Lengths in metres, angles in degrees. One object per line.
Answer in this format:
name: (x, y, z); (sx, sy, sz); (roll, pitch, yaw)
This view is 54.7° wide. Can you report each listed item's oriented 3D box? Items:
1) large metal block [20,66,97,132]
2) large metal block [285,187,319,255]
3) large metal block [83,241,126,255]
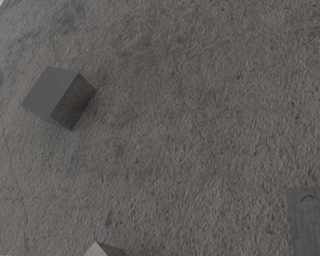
large metal block: (-0.164, -0.049, 0.504); (0.080, 0.050, 0.080); (17, 71, 34)
large metal block: (0.133, 0.096, 0.240); (0.050, 0.080, 0.080); (-9, 58, 23)
large metal block: (-0.055, 0.176, 0.309); (0.080, 0.050, 0.080); (33, 80, 38)
